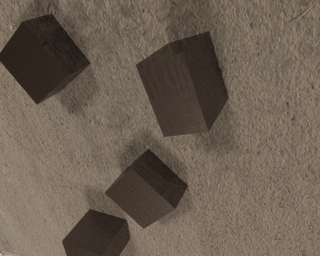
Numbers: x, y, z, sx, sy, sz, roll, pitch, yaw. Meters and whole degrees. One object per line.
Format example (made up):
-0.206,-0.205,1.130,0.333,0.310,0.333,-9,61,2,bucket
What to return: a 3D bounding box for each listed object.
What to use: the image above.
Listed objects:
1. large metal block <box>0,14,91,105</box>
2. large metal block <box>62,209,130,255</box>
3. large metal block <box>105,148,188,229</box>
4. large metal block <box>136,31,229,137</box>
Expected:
-0.155,-0.090,0.414,0.080,0.050,0.080,-30,102,37,large metal block
-0.111,0.199,0.551,0.080,0.080,0.050,9,122,23,large metal block
-0.020,0.090,0.456,0.080,0.050,0.080,44,129,-3,large metal block
0.028,-0.047,0.326,0.050,0.080,0.080,-8,115,31,large metal block
